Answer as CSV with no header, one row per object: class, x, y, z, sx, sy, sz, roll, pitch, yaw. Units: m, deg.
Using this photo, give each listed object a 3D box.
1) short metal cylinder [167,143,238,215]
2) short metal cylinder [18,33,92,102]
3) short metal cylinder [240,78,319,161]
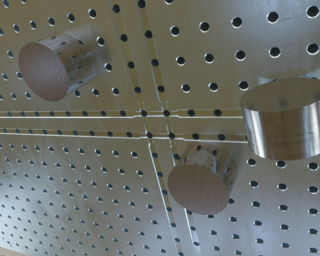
short metal cylinder,0.057,0.067,0.406,0.080,0.050,0.079,13,124,21
short metal cylinder,-0.140,-0.082,0.418,0.080,0.050,0.079,13,124,21
short metal cylinder,0.124,-0.011,0.304,0.080,0.080,0.050,-4,116,30
